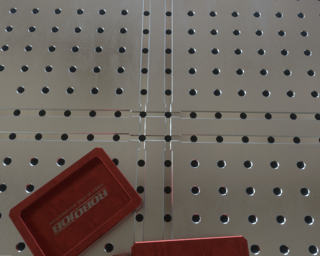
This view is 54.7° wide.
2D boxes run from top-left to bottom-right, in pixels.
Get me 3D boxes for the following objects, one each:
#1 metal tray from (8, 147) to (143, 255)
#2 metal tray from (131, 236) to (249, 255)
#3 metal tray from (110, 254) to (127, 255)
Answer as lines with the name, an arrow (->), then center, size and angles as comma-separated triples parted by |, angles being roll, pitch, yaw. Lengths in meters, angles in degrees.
metal tray -> -0.098, 0.096, 0.372 | 0.131, 0.030, 0.090 | -37, 75, -13
metal tray -> 0.035, 0.172, 0.347 | 0.131, 0.030, 0.090 | -3, 70, -2
metal tray -> -0.043, 0.207, 0.305 | 0.090, 0.030, 0.130 | 26, 83, 27
